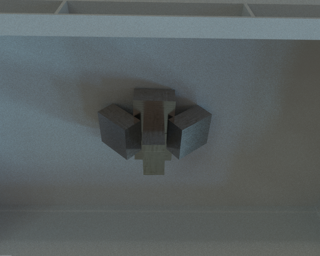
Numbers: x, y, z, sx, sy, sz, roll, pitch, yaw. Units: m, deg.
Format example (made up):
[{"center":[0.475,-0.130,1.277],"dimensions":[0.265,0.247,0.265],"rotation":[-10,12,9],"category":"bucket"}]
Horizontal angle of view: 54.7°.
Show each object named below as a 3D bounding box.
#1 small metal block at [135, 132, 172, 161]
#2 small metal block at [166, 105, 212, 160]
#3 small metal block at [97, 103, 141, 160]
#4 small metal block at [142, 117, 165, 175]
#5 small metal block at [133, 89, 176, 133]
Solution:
[{"center":[-0.009,0.017,0.421],"dimensions":[0.050,0.025,0.050],"rotation":[2,130,-2],"category":"small metal block"},{"center":[0.036,0.005,0.396],"dimensions":[0.050,0.025,0.050],"rotation":[-27,139,-30],"category":"small metal block"},{"center":[-0.051,0.004,0.392],"dimensions":[0.050,0.025,0.050],"rotation":[32,139,31],"category":"small metal block"},{"center":[-0.007,0.021,0.375],"dimensions":[0.025,0.050,0.050],"rotation":[0,130,-1],"category":"small metal block"},{"center":[-0.008,-0.021,0.388],"dimensions":[0.050,0.025,0.050],"rotation":[1,130,-2],"category":"small metal block"}]
